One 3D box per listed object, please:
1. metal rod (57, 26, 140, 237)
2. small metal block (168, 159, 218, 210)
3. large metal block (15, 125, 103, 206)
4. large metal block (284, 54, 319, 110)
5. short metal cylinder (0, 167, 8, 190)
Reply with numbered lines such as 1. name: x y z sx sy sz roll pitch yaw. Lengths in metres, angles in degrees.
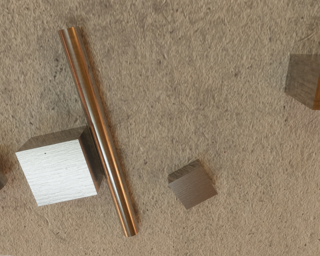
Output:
1. metal rod: -0.076 0.019 0.415 0.025 0.025 0.298 -12 110 4
2. small metal block: 0.046 0.080 0.440 0.050 0.025 0.050 -30 108 10
3. large metal block: -0.129 0.050 0.413 0.080 0.050 0.080 -12 110 4
4. large metal block: 0.204 -0.056 0.362 0.081 0.080 0.050 1 110 -1
5. short metal cylinder: -0.251 0.068 0.403 0.080 0.080 0.050 -21 109 7
